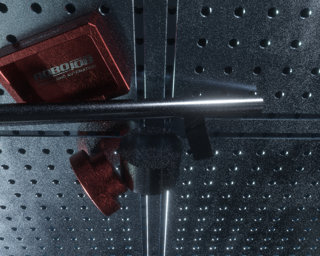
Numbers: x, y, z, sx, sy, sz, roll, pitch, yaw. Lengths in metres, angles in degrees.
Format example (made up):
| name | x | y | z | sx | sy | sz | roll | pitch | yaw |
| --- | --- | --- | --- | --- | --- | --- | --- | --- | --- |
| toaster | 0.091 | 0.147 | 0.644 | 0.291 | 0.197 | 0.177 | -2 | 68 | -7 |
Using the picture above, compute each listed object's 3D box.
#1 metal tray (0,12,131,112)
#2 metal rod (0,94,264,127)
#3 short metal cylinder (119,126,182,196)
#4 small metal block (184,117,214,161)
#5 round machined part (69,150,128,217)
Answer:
| name | x | y | z | sx | sy | sz | roll | pitch | yaw |
| --- | --- | --- | --- | --- | --- | --- | --- | --- | --- |
| metal tray | -0.110 | -0.063 | 0.352 | 0.130 | 0.030 | 0.090 | -16 | 129 | 13 |
| metal rod | -0.025 | -0.022 | 0.361 | 0.302 | 0.025 | 0.025 | -3 | 131 | -11 |
| short metal cylinder | -0.013 | 0.042 | 0.411 | 0.081 | 0.080 | 0.050 | 2 | 130 | -2 |
| small metal block | 0.049 | 0.005 | 0.401 | 0.025 | 0.050 | 0.050 | -13 | 129 | 11 |
| round machined part | -0.080 | 0.070 | 0.430 | 0.042 | 0.098 | 0.098 | -34 | 128 | -9 |
